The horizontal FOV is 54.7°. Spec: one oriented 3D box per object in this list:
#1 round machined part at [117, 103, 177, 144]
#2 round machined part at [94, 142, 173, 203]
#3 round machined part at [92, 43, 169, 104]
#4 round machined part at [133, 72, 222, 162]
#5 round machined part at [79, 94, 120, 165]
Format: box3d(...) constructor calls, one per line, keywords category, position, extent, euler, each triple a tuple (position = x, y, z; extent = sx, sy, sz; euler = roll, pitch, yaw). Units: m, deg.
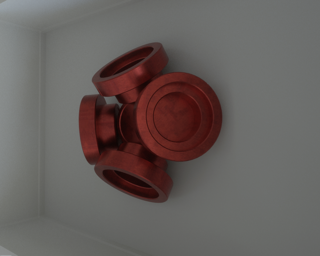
box3d(category="round machined part", position=(-0.018, -0.007, 0.406), extent=(0.098, 0.042, 0.097), euler=(0, 90, 39))
box3d(category="round machined part", position=(-0.029, 0.053, 0.391), extent=(0.098, 0.098, 0.042), euler=(-2, 53, 39))
box3d(category="round machined part", position=(-0.033, -0.066, 0.394), extent=(0.098, 0.098, 0.042), euler=(-5, 125, 39))
box3d(category="round machined part", position=(0.017, -0.012, 0.354), extent=(0.042, 0.099, 0.097), euler=(171, 97, -75))
box3d(category="round machined part", position=(-0.077, 0.001, 0.431), extent=(0.042, 0.098, 0.097), euler=(-5, 86, 2))
